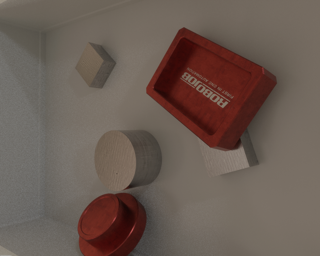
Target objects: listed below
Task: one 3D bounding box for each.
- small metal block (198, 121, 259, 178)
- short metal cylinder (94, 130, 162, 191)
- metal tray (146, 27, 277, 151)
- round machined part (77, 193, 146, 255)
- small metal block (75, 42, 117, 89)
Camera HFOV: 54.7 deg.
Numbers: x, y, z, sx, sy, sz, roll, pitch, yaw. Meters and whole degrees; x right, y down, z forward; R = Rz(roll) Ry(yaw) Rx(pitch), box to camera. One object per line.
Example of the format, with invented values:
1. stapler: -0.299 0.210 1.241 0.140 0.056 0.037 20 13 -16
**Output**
1. small metal block: 0.074 0.024 0.344 0.050 0.025 0.050 -24 75 37
2. short metal cylinder: -0.044 0.043 0.425 0.080 0.050 0.079 0 90 39
3. metal tray: 0.048 -0.046 0.342 0.130 0.030 0.090 43 109 41
4. round machined part: -0.071 0.128 0.417 0.098 0.042 0.098 -25 34 18
5. small metal block: -0.102 -0.098 0.488 0.050 0.025 0.050 50 119 28
